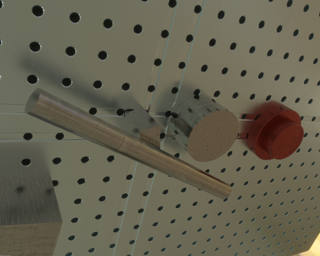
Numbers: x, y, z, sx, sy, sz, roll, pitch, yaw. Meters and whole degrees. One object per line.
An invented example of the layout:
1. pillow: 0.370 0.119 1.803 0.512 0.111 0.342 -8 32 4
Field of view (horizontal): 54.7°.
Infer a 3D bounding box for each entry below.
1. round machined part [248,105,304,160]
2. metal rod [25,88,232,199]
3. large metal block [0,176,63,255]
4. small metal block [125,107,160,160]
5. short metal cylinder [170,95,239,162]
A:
1. round machined part: 0.201 0.014 0.522 0.099 0.042 0.097 -14 125 -21
2. metal rod: -0.008 0.034 0.364 0.301 0.025 0.025 29 102 -38
3. large metal block: -0.163 0.099 0.348 0.081 0.080 0.050 7 115 -32
4. small metal block: -0.022 0.009 0.390 0.025 0.050 0.050 -15 125 -20
5. short metal cylinder: 0.061 0.000 0.431 0.081 0.050 0.079 -14 125 -21
